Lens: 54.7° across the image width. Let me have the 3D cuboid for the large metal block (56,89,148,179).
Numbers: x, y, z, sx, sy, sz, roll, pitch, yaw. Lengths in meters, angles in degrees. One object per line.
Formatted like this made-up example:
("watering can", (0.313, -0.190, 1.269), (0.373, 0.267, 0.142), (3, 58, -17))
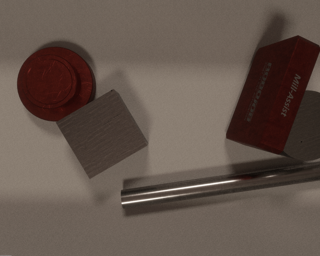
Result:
("large metal block", (-0.071, 0.007, 0.398), (0.080, 0.050, 0.080), (-30, 91, 0))

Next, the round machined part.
("round machined part", (-0.136, -0.057, 0.401), (0.099, 0.042, 0.097), (0, 90, -1))

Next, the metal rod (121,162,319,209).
("metal rod", (0.100, 0.073, 0.412), (0.302, 0.025, 0.025), (-8, 90, -1))

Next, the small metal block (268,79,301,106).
("small metal block", (0.156, -0.036, 0.407), (0.050, 0.025, 0.050), (6, 92, -14))

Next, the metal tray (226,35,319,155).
("metal tray", (0.132, -0.039, 0.378), (0.030, 0.090, 0.129), (20, 90, -13))

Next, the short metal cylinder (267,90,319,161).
("short metal cylinder", (0.164, -0.003, 0.374), (0.081, 0.050, 0.079), (0, 92, -6))
